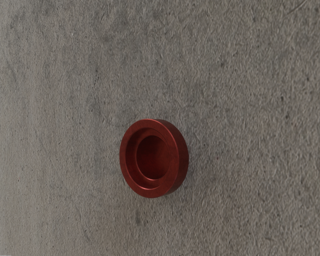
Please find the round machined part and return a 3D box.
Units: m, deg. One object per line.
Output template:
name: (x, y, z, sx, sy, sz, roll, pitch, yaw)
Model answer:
round machined part: (-0.003, 0.037, 0.396, 0.098, 0.042, 0.097, 0, 90, 39)
